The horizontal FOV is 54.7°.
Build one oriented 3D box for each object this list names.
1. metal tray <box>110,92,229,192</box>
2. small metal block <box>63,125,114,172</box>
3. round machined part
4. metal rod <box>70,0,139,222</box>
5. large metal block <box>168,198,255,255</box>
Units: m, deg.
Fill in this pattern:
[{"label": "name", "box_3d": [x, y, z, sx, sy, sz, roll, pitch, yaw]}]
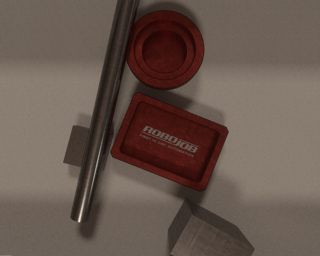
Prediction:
[{"label": "metal tray", "box_3d": [0.012, 0.018, 0.409, 0.131, 0.030, 0.090, 22, 90, -1]}, {"label": "small metal block", "box_3d": [-0.094, 0.027, 0.410, 0.050, 0.025, 0.050, 15, 90, -1]}, {"label": "round machined part", "box_3d": [0.006, -0.098, 0.403, 0.099, 0.042, 0.097, 0, 90, -1]}, {"label": "metal rod", "box_3d": [-0.066, -0.031, 0.377, 0.025, 0.025, 0.298, 13, 95, -1]}, {"label": "large metal block", "box_3d": [0.059, 0.137, 0.385, 0.080, 0.080, 0.050, 29, 90, -1]}]
